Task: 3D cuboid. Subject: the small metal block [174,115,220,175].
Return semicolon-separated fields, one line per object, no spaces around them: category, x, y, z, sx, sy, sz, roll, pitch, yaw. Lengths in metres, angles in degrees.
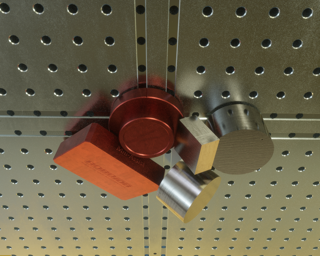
small metal block;0.044;0.020;0.384;0.025;0.050;0.050;-15;134;-25

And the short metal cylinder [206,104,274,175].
short metal cylinder;0.101;0.016;0.405;0.081;0.050;0.079;0;130;0

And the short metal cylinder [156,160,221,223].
short metal cylinder;0.041;0.086;0.436;0.050;0.081;0.079;37;135;26

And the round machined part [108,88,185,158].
round machined part;-0.016;0.001;0.395;0.099;0.042;0.097;0;130;0

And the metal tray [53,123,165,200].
metal tray;-0.069;0.053;0.433;0.130;0.030;0.090;37;136;-28
